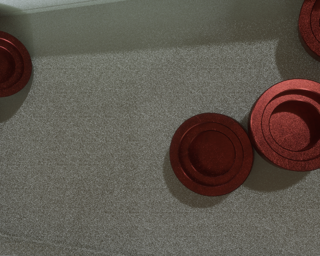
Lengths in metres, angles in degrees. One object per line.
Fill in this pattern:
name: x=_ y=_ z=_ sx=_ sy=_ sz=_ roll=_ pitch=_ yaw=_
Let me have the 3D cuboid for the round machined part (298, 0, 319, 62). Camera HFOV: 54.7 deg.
round machined part: x=0.200 y=-0.113 z=0.331 sx=0.098 sy=0.042 sz=0.097 roll=0 pitch=90 yaw=20

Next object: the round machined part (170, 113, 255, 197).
round machined part: x=0.065 y=0.031 z=0.378 sx=0.098 sy=0.042 sz=0.097 roll=0 pitch=90 yaw=20

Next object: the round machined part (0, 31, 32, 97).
round machined part: x=-0.251 y=-0.096 z=0.468 sx=0.042 sy=0.099 sz=0.097 roll=9 pitch=94 yaw=50

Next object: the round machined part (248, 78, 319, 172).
round machined part: x=0.147 y=-0.002 z=0.341 sx=0.099 sy=0.042 sz=0.097 roll=-1 pitch=84 yaw=6
